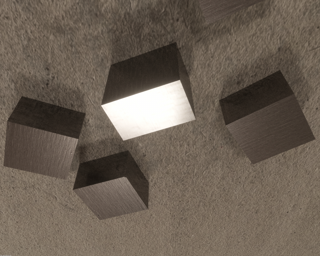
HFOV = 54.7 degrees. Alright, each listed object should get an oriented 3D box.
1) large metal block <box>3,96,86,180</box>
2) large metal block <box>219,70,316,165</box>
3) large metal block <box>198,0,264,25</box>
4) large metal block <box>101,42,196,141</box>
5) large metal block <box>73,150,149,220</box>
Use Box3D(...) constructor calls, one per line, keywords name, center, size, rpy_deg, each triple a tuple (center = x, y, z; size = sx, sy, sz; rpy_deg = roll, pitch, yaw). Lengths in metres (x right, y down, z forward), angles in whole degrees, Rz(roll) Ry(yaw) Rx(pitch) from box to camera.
Box3D(name="large metal block", center=(-0.149, 0.015, 0.401), size=(0.081, 0.050, 0.079), rpy_deg=(16, 128, -14))
Box3D(name="large metal block", center=(0.131, -0.011, 0.384), size=(0.080, 0.050, 0.080), rpy_deg=(-27, 126, 21))
Box3D(name="large metal block", center=(0.062, -0.150, 0.264), size=(0.080, 0.050, 0.080), rpy_deg=(-20, 128, 15))
Box3D(name="large metal block", center=(-0.011, -0.041, 0.336), size=(0.080, 0.080, 0.050), rpy_deg=(-16, 128, 13))
Box3D(name="large metal block", center=(-0.069, 0.087, 0.464), size=(0.080, 0.050, 0.080), rpy_deg=(-16, 129, 13))
